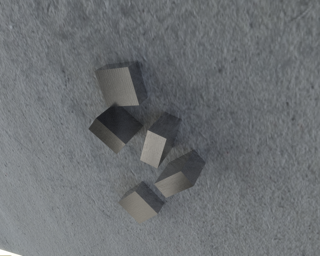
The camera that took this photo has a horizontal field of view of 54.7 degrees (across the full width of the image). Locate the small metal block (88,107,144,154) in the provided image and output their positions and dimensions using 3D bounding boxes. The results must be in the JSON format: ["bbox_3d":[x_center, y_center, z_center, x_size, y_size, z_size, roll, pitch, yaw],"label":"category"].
[{"bbox_3d":[-0.059,-0.001,0.419,0.050,0.050,0.025,42,129,-1],"label":"small metal block"}]

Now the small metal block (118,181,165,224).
[{"bbox_3d":[-0.030,0.120,0.495,0.050,0.025,0.050,46,129,-5],"label":"small metal block"}]

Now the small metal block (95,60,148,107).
[{"bbox_3d":[-0.049,-0.056,0.396,0.050,0.025,0.050,-1,118,28],"label":"small metal block"}]

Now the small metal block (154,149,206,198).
[{"bbox_3d":[0.027,0.061,0.413,0.050,0.050,0.025,-32,100,38],"label":"small metal block"}]

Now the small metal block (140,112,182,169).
[{"bbox_3d":[0.001,0.015,0.398,0.025,0.050,0.050,25,127,12],"label":"small metal block"}]
